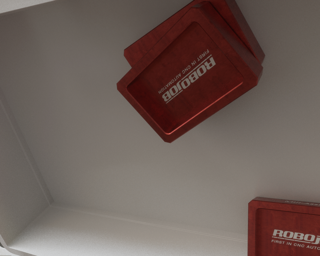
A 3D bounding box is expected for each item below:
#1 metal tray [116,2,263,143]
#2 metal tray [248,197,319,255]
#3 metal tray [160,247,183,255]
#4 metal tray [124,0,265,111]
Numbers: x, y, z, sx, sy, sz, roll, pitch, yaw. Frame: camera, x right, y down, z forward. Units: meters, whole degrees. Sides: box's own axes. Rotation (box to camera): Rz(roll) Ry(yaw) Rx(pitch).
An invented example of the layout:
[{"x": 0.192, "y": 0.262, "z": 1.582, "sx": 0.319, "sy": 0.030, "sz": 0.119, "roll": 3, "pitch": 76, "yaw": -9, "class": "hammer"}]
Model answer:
[{"x": 0.025, "y": -0.050, "z": 0.321, "sx": 0.090, "sy": 0.030, "sz": 0.129, "roll": 48, "pitch": 129, "yaw": -6, "class": "metal tray"}, {"x": 0.174, "y": 0.135, "z": 0.369, "sx": 0.130, "sy": 0.030, "sz": 0.089, "roll": 0, "pitch": 86, "yaw": 28, "class": "metal tray"}, {"x": 0.050, "y": 0.278, "z": 0.553, "sx": 0.130, "sy": 0.030, "sz": 0.089, "roll": 26, "pitch": 128, "yaw": 12, "class": "metal tray"}, {"x": 0.033, "y": -0.079, "z": 0.339, "sx": 0.130, "sy": 0.030, "sz": 0.090, "roll": -24, "pitch": 106, "yaw": 36, "class": "metal tray"}]
